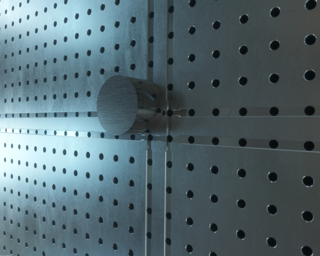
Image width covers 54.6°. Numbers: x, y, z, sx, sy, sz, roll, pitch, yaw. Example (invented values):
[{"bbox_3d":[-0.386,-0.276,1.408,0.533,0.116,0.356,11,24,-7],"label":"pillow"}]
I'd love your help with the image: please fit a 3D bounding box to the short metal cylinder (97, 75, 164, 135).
[{"bbox_3d":[-0.042,-0.030,0.429,0.080,0.050,0.080,0,90,40],"label":"short metal cylinder"}]
